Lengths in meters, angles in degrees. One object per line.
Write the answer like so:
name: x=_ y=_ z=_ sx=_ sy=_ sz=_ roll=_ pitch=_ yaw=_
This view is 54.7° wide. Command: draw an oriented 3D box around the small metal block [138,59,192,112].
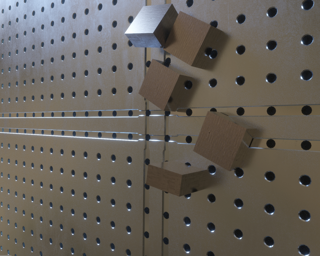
small metal block: x=0.005 y=-0.055 z=0.403 sx=0.050 sy=0.025 sz=0.050 roll=37 pitch=112 yaw=33

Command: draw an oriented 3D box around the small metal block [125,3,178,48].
small metal block: x=-0.009 y=-0.131 z=0.400 sx=0.050 sy=0.025 sz=0.050 roll=14 pitch=66 yaw=40

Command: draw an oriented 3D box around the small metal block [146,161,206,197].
small metal block: x=0.020 y=0.059 z=0.375 sx=0.050 sy=0.050 sz=0.025 roll=12 pitch=98 yaw=39

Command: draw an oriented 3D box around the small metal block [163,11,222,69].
small metal block: x=0.038 y=-0.107 z=0.376 sx=0.050 sy=0.025 sz=0.050 roll=39 pitch=114 yaw=32

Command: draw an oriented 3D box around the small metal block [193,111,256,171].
small metal block: x=0.072 y=0.014 z=0.349 sx=0.050 sy=0.025 sz=0.050 roll=29 pitch=108 yaw=36
